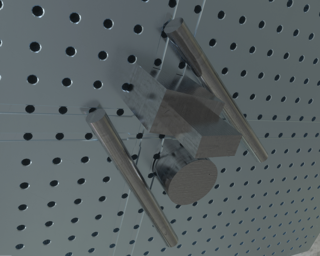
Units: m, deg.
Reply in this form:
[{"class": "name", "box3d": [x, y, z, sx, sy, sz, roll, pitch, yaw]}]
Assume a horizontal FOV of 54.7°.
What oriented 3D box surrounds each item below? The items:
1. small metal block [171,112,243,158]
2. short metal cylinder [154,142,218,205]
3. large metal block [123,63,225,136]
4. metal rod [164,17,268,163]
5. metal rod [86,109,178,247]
[{"class": "small metal block", "box3d": [0.048, 0.006, 0.323, 0.050, 0.050, 0.025, -1, 119, -29]}, {"class": "short metal cylinder", "box3d": [0.037, 0.066, 0.459, 0.081, 0.050, 0.079, -14, 125, -21]}, {"class": "large metal block", "box3d": [0.014, -0.031, 0.366, 0.081, 0.080, 0.050, 9, 114, -33]}, {"class": "metal rod", "box3d": [0.096, -0.033, 0.445, 0.025, 0.025, 0.300, -43, 130, 1]}, {"class": "metal rod", "box3d": [-0.027, 0.092, 0.454, 0.025, 0.025, 0.299, -31, 129, -9]}]
